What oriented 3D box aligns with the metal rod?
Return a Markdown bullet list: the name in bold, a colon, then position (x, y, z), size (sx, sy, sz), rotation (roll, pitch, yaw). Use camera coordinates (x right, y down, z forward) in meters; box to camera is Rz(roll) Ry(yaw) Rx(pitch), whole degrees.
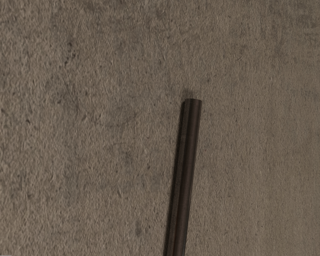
- **metal rod**: position (0.030, 0.107, 0.432), size (0.025, 0.025, 0.298), rotation (12, 82, -40)
